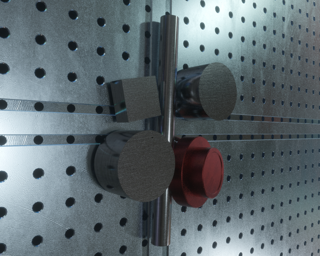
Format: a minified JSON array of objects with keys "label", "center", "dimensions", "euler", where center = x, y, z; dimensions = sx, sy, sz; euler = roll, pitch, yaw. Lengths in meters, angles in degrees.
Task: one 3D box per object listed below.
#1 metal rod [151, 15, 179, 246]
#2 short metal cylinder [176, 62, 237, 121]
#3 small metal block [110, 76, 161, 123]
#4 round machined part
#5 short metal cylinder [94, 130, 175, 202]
[{"label":"metal rod","center":[0.007,0.002,0.410],"dimensions":[0.025,0.025,0.298],"euler":[4,88,-40]},{"label":"short metal cylinder","center":[0.064,-0.050,0.442],"dimensions":[0.081,0.050,0.079],"euler":[0,90,-40]},{"label":"small metal block","center":[-0.029,-0.036,0.380],"dimensions":[0.050,0.025,0.050],"euler":[-15,99,-39]},{"label":"round machined part","center":[0.055,0.060,0.424],"dimensions":[0.099,0.042,0.097],"euler":[1,89,-56]},{"label":"short metal cylinder","center":[-0.029,0.042,0.363],"dimensions":[0.081,0.050,0.079],"euler":[0,90,-40]}]
